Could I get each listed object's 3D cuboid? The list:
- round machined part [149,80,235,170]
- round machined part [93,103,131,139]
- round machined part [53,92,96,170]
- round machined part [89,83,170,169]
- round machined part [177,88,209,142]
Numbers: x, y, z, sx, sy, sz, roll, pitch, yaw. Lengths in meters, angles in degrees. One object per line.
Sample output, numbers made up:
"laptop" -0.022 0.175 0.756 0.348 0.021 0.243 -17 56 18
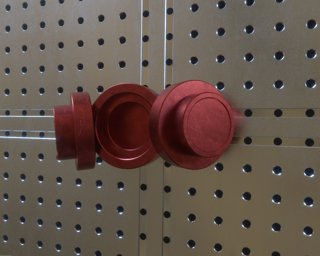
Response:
"round machined part" 0.041 -0.003 0.334 0.042 0.099 0.097 0 90 60
"round machined part" -0.059 -0.003 0.423 0.098 0.042 0.097 0 90 19
"round machined part" -0.108 0.004 0.386 0.042 0.098 0.097 -5 88 -18
"round machined part" -0.032 -0.002 0.368 0.098 0.042 0.097 0 90 19
"round machined part" 0.034 -0.003 0.391 0.098 0.042 0.097 0 90 19
